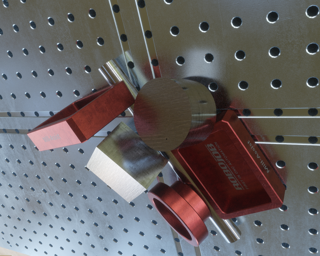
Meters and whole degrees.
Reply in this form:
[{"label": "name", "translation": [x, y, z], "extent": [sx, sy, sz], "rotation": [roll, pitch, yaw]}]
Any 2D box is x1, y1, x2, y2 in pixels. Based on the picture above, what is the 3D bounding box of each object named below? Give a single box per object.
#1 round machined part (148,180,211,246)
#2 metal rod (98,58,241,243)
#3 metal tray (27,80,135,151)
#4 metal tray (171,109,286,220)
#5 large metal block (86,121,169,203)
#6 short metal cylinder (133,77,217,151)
[{"label": "round machined part", "translation": [0.031, 0.112, 0.430], "extent": [0.098, 0.042, 0.098], "rotation": [42, 159, 21]}, {"label": "metal rod", "translation": [0.019, 0.038, 0.419], "extent": [0.025, 0.025, 0.299], "rotation": [-28, 103, 37]}, {"label": "metal tray", "translation": [-0.102, -0.013, 0.392], "extent": [0.130, 0.090, 0.030], "rotation": [-11, 115, 48]}, {"label": "metal tray", "translation": [0.084, 0.051, 0.390], "extent": [0.090, 0.030, 0.130], "rotation": [-28, 103, 37]}, {"label": "large metal block", "translation": [-0.047, 0.049, 0.422], "extent": [0.080, 0.050, 0.080], "rotation": [41, 147, 0]}, {"label": "short metal cylinder", "translation": [0.016, -0.016, 0.353], "extent": [0.080, 0.050, 0.079], "rotation": [5, 97, 39]}]
